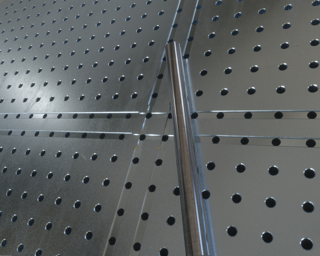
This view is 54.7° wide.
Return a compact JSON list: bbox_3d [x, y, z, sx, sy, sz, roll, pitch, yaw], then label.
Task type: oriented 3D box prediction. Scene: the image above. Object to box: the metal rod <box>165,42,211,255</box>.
[{"bbox_3d":[0.029,0.004,0.389,0.025,0.025,0.299,-17,55,18],"label":"metal rod"}]
